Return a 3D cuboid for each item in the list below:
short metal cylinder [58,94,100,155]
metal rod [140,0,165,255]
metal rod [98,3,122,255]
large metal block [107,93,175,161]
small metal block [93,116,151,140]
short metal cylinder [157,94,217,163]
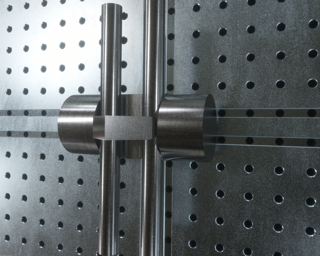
[{"bbox_3d":[-0.089,-0.005,0.411,0.050,0.080,0.079,2,91,20],"label":"short metal cylinder"},{"bbox_3d":[-0.008,0.000,0.359,0.025,0.025,0.298,1,90,20],"label":"metal rod"},{"bbox_3d":[-0.060,0.002,0.377,0.025,0.025,0.298,1,90,20],"label":"metal rod"},{"bbox_3d":[-0.022,-0.002,0.403,0.080,0.050,0.079,1,90,20],"label":"large metal block"},{"bbox_3d":[-0.043,0.000,0.344,0.050,0.050,0.025,2,92,64],"label":"small metal block"},{"bbox_3d":[0.035,0.000,0.367,0.050,0.080,0.079,1,90,21],"label":"short metal cylinder"}]
